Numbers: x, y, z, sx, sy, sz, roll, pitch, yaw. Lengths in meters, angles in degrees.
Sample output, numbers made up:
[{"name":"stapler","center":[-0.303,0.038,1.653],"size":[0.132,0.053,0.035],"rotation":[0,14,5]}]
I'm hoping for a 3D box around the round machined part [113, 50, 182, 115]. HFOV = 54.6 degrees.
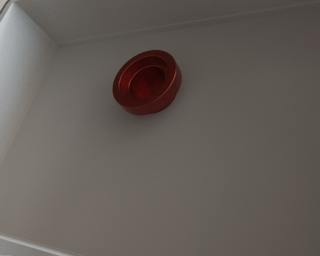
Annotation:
[{"name":"round machined part","center":[-0.014,-0.059,0.440],"size":[0.098,0.042,0.098],"rotation":[-13,56,21]}]
